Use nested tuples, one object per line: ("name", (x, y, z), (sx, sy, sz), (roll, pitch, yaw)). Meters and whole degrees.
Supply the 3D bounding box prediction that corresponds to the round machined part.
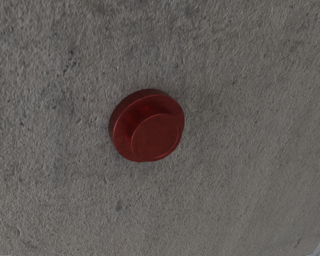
("round machined part", (-0.011, 0.003, 0.391), (0.099, 0.042, 0.097), (-14, 124, -21))
